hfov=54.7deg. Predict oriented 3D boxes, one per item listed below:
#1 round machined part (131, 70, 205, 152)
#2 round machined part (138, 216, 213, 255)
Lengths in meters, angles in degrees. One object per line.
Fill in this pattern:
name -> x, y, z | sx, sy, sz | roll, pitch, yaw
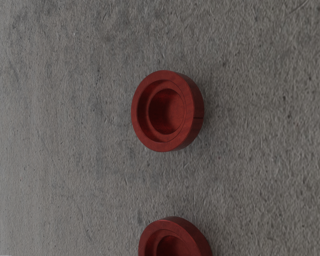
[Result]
round machined part -> 0.014, -0.020, 0.383 | 0.098, 0.042, 0.097 | 0, 90, 40
round machined part -> 0.023, 0.156, 0.375 | 0.098, 0.042, 0.097 | 0, 90, 40
